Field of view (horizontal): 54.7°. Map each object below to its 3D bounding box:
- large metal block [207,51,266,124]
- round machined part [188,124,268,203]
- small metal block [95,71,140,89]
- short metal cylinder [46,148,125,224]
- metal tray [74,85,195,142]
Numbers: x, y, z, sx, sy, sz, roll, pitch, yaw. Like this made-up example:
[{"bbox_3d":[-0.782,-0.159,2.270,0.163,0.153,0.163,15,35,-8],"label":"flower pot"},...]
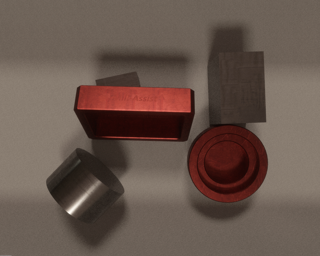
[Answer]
[{"bbox_3d":[0.092,-0.045,0.385,0.050,0.080,0.079,-2,90,0],"label":"large metal block"},{"bbox_3d":[0.084,0.043,0.402,0.099,0.042,0.097,0,94,0],"label":"round machined part"},{"bbox_3d":[-0.051,-0.051,0.398,0.050,0.050,0.025,-12,90,0],"label":"small metal block"},{"bbox_3d":[-0.091,0.070,0.383,0.080,0.080,0.050,44,90,-1],"label":"short metal cylinder"},{"bbox_3d":[-0.028,-0.014,0.376,0.131,0.090,0.030,2,66,-1],"label":"metal tray"}]
